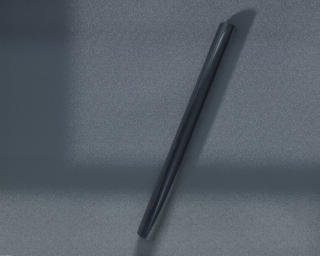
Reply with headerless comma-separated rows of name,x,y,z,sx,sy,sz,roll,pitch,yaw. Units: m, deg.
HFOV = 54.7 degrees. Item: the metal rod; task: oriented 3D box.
metal rod,0.036,0.004,0.411,0.025,0.025,0.299,22,90,-1
